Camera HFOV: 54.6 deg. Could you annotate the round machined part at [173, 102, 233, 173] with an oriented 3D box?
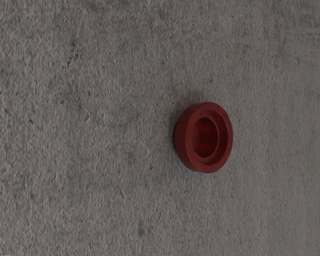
[{"bbox_3d":[0.057,0.013,0.440,0.099,0.042,0.097,0,90,-40],"label":"round machined part"}]
